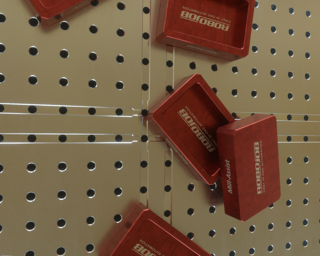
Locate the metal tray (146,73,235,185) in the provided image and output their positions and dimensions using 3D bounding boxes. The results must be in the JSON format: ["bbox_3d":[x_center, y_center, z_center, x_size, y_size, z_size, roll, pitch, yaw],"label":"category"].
[{"bbox_3d":[0.055,0.002,0.429,0.090,0.030,0.130,-44,104,-15],"label":"metal tray"}]

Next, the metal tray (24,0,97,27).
[{"bbox_3d":[-0.108,-0.193,0.369,0.131,0.030,0.090,-36,102,-16],"label":"metal tray"}]

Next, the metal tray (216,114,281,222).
[{"bbox_3d":[0.127,0.053,0.433,0.091,0.030,0.129,-18,107,-33],"label":"metal tray"}]

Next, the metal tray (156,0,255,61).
[{"bbox_3d":[0.066,-0.153,0.433,0.131,0.030,0.090,9,87,-20],"label":"metal tray"}]

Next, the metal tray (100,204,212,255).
[{"bbox_3d":[-0.002,0.174,0.409,0.130,0.030,0.090,40,77,-16],"label":"metal tray"}]
